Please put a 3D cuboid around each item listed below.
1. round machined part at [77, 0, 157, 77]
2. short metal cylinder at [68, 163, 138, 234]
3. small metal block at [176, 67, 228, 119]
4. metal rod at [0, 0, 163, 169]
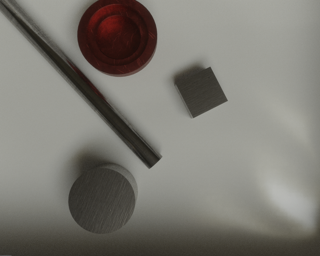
[{"bbox_3d":[-0.053,-0.115,0.402,0.099,0.042,0.097,0,90,-1],"label":"round machined part"},{"bbox_3d":[-0.070,0.088,0.398,0.081,0.050,0.079,0,90,-1],"label":"short metal cylinder"},{"bbox_3d":[0.054,-0.046,0.412,0.050,0.025,0.050,-27,90,-1],"label":"small metal block"},{"bbox_3d":[-0.108,-0.063,0.409,0.025,0.025,0.300,-43,91,0],"label":"metal rod"}]
